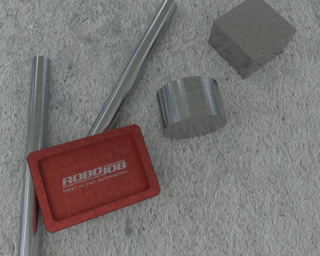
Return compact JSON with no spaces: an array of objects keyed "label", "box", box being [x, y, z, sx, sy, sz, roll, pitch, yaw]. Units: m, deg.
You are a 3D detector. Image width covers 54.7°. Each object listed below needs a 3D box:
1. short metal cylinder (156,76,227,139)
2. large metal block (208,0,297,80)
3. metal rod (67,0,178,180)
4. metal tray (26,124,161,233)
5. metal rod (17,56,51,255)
[{"label":"short metal cylinder","box":[0.039,-0.023,0.388,0.081,0.080,0.050,-8,71,-3]},{"label":"large metal block","box":[0.129,-0.131,0.444,0.080,0.050,0.080,-36,74,-12]},{"label":"metal rod","box":[-0.046,-0.062,0.430,0.025,0.025,0.300,23,71,8]},{"label":"metal tray","box":[-0.075,0.056,0.363,0.131,0.030,0.090,-16,81,-18]},{"label":"metal rod","box":[-0.157,0.044,0.390,0.025,0.025,0.299,-4,70,-2]}]
